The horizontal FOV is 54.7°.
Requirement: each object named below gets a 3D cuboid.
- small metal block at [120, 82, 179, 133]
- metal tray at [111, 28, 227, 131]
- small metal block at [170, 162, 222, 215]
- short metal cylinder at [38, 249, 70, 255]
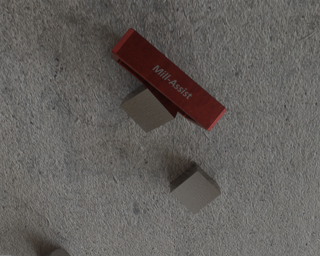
[{"bbox_3d":[-0.012,-0.027,0.387,0.050,0.025,0.050,-27,116,37],"label":"small metal block"},{"bbox_3d":[0.005,-0.053,0.353,0.130,0.090,0.030,38,91,-13],"label":"metal tray"},{"bbox_3d":[0.050,0.086,0.442,0.050,0.025,0.050,-42,105,14],"label":"small metal block"},{"bbox_3d":[-0.166,0.229,0.463,0.050,0.080,0.080,-22,109,8],"label":"short metal cylinder"}]
